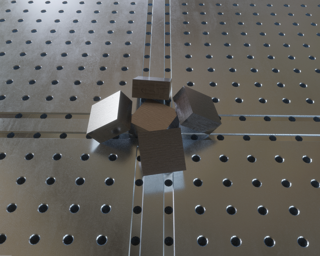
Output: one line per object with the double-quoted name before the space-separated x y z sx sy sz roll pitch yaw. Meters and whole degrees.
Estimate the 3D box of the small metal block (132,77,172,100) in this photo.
"small metal block" -0.010 -0.057 0.439 0.050 0.025 0.050 5 14 4

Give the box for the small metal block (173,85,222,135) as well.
"small metal block" 0.049 -0.023 0.412 0.050 0.025 0.050 18 41 -32

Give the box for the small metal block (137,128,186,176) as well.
"small metal block" 0.001 0.028 0.368 0.050 0.025 0.050 -7 86 -6

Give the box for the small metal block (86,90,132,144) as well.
"small metal block" -0.065 -0.014 0.404 0.050 0.025 0.050 -24 45 25

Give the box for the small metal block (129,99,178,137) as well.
"small metal block" -0.008 -0.008 0.413 0.050 0.025 0.050 25 54 19
